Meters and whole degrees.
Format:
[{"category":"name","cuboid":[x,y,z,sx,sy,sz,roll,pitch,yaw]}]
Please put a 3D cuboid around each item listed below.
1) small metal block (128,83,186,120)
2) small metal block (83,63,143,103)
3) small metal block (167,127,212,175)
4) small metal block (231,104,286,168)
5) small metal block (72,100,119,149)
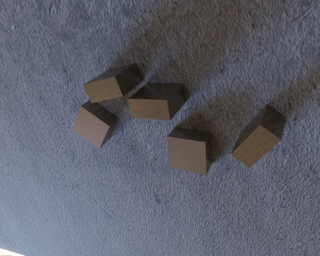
[{"category":"small metal block","cuboid":[-0.002,-0.033,0.372,0.050,0.050,0.025,4,120,26]},{"category":"small metal block","cuboid":[-0.058,-0.056,0.386,0.050,0.050,0.025,-8,115,31]},{"category":"small metal block","cuboid":[0.040,0.030,0.404,0.050,0.025,0.050,8,122,24]},{"category":"small metal block","cuboid":[0.108,0.008,0.339,0.025,0.050,0.050,37,129,3]},{"category":"small metal block","cuboid":[-0.095,-0.006,0.453,0.050,0.025,0.050,35,129,4]}]
